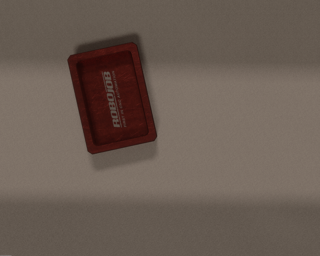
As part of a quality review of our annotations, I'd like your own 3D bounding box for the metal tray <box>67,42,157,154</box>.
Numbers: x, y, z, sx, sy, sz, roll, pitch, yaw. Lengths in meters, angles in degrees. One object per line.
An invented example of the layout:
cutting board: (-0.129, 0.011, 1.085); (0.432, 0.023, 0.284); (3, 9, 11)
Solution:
metal tray: (-0.061, -0.038, 0.408); (0.091, 0.030, 0.129); (-12, 90, -1)
